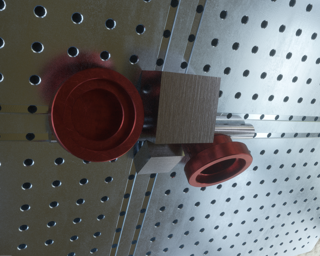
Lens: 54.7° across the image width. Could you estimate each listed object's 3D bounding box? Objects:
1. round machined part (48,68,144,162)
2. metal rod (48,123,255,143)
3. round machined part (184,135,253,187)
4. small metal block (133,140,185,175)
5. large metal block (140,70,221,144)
[{"bbox_3d":[-0.070,-0.014,0.337,0.099,0.042,0.097,-2,93,-29],"label":"round machined part"},{"bbox_3d":[0.009,0.005,0.420,0.303,0.025,0.025,0,118,-29],"label":"metal rod"},{"bbox_3d":[0.082,0.046,0.458,0.099,0.042,0.098,-14,148,-9],"label":"round machined part"},{"bbox_3d":[-0.002,0.040,0.422,0.050,0.025,0.050,1,147,-29],"label":"small metal block"},{"bbox_3d":[0.022,-0.026,0.376,0.081,0.050,0.079,1,100,-29],"label":"large metal block"}]
